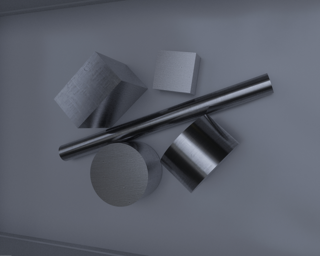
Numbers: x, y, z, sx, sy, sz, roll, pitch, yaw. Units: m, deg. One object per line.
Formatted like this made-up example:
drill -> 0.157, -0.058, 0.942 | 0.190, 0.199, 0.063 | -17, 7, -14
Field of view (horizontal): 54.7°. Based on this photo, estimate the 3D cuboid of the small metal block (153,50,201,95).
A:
small metal block -> 0.022, -0.071, 0.400 | 0.050, 0.025, 0.050 | 9, 93, 19

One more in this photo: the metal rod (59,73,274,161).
metal rod -> -0.006, -0.008, 0.410 | 0.301, 0.025, 0.025 | -18, 84, 18

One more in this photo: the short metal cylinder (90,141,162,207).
short metal cylinder -> -0.044, 0.058, 0.409 | 0.080, 0.050, 0.079 | 0, 90, 19

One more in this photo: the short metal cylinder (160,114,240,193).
short metal cylinder -> 0.047, 0.030, 0.363 | 0.050, 0.080, 0.080 | 44, 104, 14

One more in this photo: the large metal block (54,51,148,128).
large metal block -> -0.074, -0.045, 0.405 | 0.080, 0.080, 0.050 | -45, 76, 14
